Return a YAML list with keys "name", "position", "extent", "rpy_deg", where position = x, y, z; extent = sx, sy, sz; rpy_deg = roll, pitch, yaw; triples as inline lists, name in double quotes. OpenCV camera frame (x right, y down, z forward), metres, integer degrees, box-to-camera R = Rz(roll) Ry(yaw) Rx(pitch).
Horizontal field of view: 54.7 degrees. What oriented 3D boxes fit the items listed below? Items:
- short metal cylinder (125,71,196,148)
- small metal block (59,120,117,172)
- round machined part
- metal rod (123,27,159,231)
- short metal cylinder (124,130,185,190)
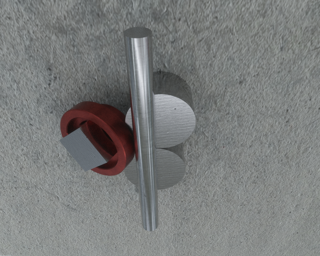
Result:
- name: "short metal cylinder"
  position: [0.001, -0.022, 0.374]
  extent: [0.081, 0.050, 0.079]
  rpy_deg: [0, 130, 0]
- name: "small metal block"
  position: [-0.085, 0.021, 0.372]
  extent: [0.050, 0.025, 0.050]
  rpy_deg: [-25, 106, 43]
- name: "round machined part"
  position: [-0.072, 0.009, 0.388]
  extent: [0.098, 0.042, 0.097]
  rpy_deg: [18, 131, 22]
- name: "metal rod"
  position: [-0.017, 0.030, 0.369]
  extent: [0.025, 0.025, 0.298]
  rpy_deg: [-1, 130, 0]
- name: "short metal cylinder"
  position: [-0.007, 0.040, 0.426]
  extent: [0.081, 0.050, 0.079]
  rpy_deg: [0, 129, 0]
